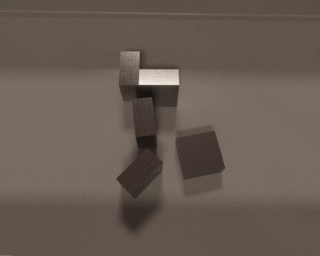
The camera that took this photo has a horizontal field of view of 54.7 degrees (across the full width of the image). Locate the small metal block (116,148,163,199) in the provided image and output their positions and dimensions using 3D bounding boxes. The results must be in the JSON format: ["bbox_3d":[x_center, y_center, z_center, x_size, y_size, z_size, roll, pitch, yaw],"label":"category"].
[{"bbox_3d":[-0.023,0.057,0.375,0.025,0.050,0.050,42,75,13],"label":"small metal block"}]

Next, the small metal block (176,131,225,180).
[{"bbox_3d":[0.050,0.035,0.397,0.050,0.025,0.050,-11,71,-4],"label":"small metal block"}]

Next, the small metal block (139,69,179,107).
[{"bbox_3d":[-0.001,-0.052,0.414,0.050,0.050,0.025,0,61,-1],"label":"small metal block"}]

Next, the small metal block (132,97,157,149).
[{"bbox_3d":[-0.019,-0.005,0.398,0.025,0.050,0.050,-6,70,-3],"label":"small metal block"}]

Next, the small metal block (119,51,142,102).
[{"bbox_3d":[-0.039,-0.069,0.421,0.025,0.050,0.050,0,70,0],"label":"small metal block"}]
